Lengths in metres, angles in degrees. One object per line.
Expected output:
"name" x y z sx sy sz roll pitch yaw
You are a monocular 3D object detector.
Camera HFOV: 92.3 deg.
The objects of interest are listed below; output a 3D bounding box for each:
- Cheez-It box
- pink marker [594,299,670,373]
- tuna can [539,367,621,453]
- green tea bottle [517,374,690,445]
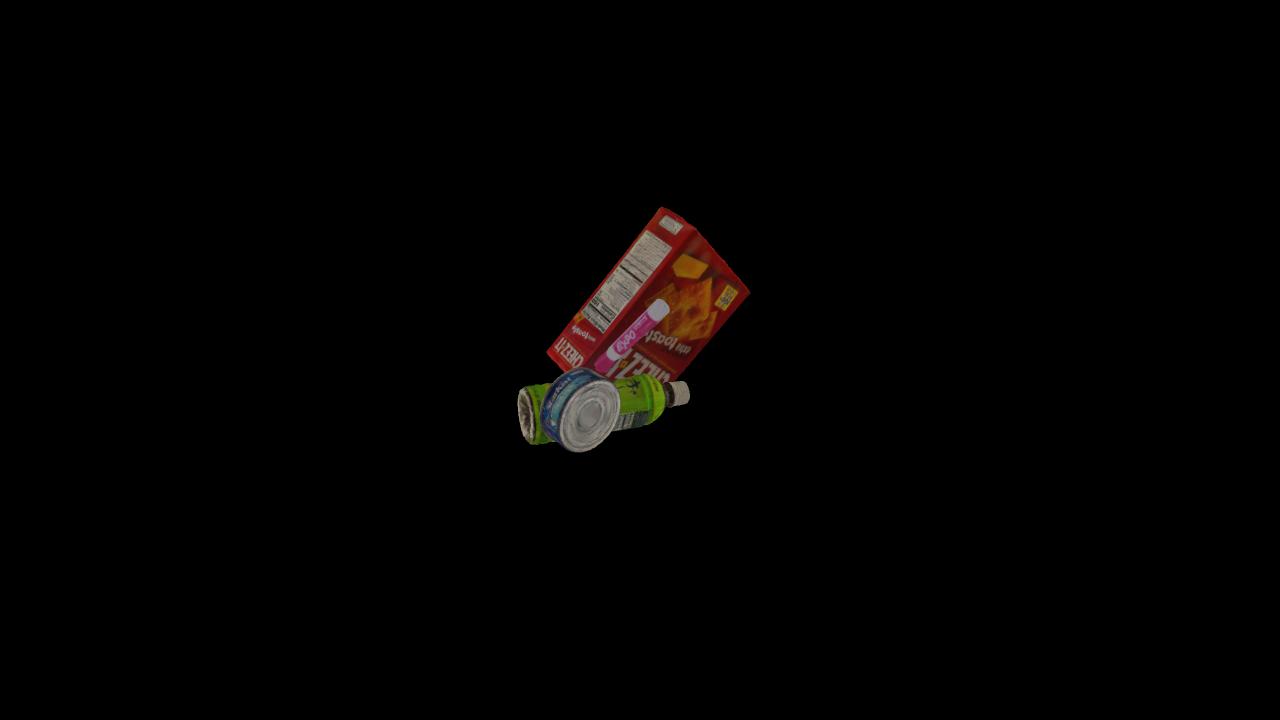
"Cheez-It box" 0.015 -0.049 0.759 0.071 0.223 0.166 44 6 38
"pink marker" -0.012 -0.023 0.664 0.020 0.020 0.121 0 -33 -45
"tuna can" -0.060 0.052 0.632 0.084 0.084 0.034 0 20 -46
"green tea bottle" -0.038 0.054 0.745 0.212 0.073 0.073 -5 2 -26
